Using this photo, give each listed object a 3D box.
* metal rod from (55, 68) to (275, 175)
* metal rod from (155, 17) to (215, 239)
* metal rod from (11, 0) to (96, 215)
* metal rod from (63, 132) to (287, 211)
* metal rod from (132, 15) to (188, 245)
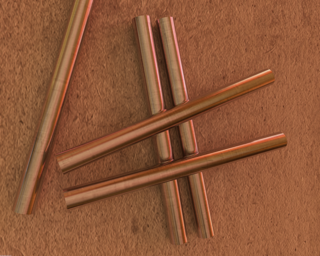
[{"bbox_3d":[0.021,-0.016,0.388,0.302,0.025,0.025,-23,98,-19],"label":"metal rod"},{"bbox_3d":[0.035,0.003,0.421,0.025,0.025,0.298,-13,94,-20],"label":"metal rod"},{"bbox_3d":[-0.118,-0.050,0.365,0.025,0.025,0.299,16,85,-19],"label":"metal rod"},{"bbox_3d":[0.034,0.048,0.393,0.302,0.025,0.025,-13,95,-20],"label":"metal rod"},{"bbox_3d":[0.001,0.006,0.409,0.025,0.025,0.298,-11,94,-20],"label":"metal rod"}]
